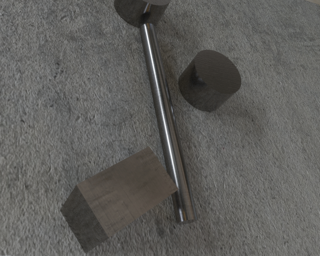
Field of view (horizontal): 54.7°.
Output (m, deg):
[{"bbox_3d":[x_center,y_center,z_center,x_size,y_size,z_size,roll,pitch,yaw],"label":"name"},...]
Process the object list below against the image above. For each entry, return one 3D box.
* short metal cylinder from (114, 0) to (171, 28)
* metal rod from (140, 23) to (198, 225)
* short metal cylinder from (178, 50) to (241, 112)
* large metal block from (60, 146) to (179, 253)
[{"bbox_3d":[-0.028,-0.208,0.500,0.081,0.050,0.080,14,56,-21],"label":"short metal cylinder"},{"bbox_3d":[0.006,-0.024,0.421,0.025,0.025,0.299,3,60,-27],"label":"metal rod"},{"bbox_3d":[0.075,-0.072,0.472,0.081,0.050,0.080,14,56,-21],"label":"short metal cylinder"},{"bbox_3d":[-0.042,0.071,0.303,0.081,0.080,0.050,-27,77,-37],"label":"large metal block"}]
